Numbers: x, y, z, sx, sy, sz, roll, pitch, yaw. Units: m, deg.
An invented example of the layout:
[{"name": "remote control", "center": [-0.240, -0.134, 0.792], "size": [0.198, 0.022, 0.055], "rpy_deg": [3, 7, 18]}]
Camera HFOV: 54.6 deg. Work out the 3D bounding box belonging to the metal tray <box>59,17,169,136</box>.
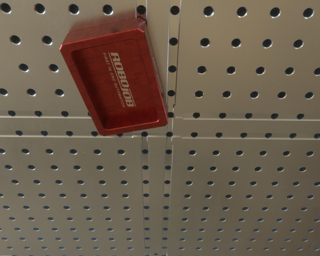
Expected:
[{"name": "metal tray", "center": [-0.047, -0.053, 0.362], "size": [0.090, 0.030, 0.129], "rpy_deg": [-10, 130, 8]}]
